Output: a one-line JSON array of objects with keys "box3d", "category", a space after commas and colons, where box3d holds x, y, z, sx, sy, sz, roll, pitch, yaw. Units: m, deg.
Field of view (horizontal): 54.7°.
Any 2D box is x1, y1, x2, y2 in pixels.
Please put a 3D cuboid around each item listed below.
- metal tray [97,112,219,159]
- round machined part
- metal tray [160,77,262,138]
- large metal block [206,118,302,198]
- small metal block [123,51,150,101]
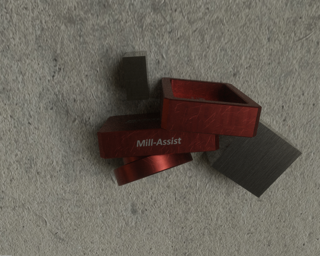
[{"box3d": [-0.001, 0.004, 0.375, 0.131, 0.090, 0.030, -4, 104, 1], "category": "metal tray"}, {"box3d": [-0.012, 0.037, 0.391, 0.098, 0.098, 0.042, -20, 82, 7], "category": "round machined part"}, {"box3d": [0.047, -0.028, 0.344, 0.091, 0.130, 0.030, 5, 108, -2], "category": "metal tray"}, {"box3d": [0.120, 0.031, 0.410, 0.080, 0.050, 0.080, 34, 106, -12], "category": "large metal block"}, {"box3d": [-0.027, -0.064, 0.373, 0.025, 0.050, 0.050, -4, 110, 1], "category": "small metal block"}]
